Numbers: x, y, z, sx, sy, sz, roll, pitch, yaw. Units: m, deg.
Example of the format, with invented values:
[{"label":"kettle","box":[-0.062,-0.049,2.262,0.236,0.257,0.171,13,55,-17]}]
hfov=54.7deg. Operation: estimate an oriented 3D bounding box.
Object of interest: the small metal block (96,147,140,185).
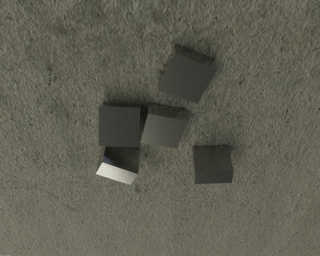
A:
[{"label":"small metal block","box":[-0.057,0.045,0.428,0.050,0.050,0.025,22,127,-18]}]

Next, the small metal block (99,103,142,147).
[{"label":"small metal block","box":[-0.050,-0.004,0.390,0.050,0.025,0.050,2,103,-1]}]

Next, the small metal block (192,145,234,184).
[{"label":"small metal block","box":[0.072,0.050,0.434,0.050,0.050,0.025,-2,130,2]}]

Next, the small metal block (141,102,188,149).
[{"label":"small metal block","box":[0.004,-0.003,0.405,0.050,0.025,0.050,10,130,-9]}]

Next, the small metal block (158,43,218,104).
[{"label":"small metal block","box":[0.030,-0.061,0.355,0.050,0.025,0.050,17,128,-14]}]
